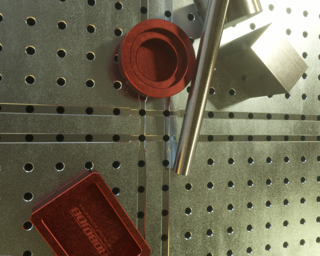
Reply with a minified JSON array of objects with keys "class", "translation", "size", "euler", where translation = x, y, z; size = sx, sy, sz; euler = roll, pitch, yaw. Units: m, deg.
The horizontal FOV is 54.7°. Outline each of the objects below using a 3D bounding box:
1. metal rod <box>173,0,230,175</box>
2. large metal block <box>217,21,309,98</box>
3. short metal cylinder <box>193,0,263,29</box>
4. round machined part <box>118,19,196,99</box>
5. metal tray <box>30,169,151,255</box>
[{"class":"metal rod","translation":[0.057,-0.082,0.388],"size":[0.025,0.025,0.298],"euler":[5,106,-20]},{"class":"large metal block","translation":[0.143,-0.091,0.438],"size":[0.080,0.080,0.050],"euler":[45,76,-15]},{"class":"short metal cylinder","translation":[0.091,-0.165,0.418],"size":[0.081,0.080,0.050],"euler":[-24,99,-19]},{"class":"round machined part","translation":[-0.007,-0.087,0.402],"size":[0.099,0.042,0.097],"euler":[0,90,-20]},{"class":"metal tray","translation":[-0.082,0.128,0.380],"size":[0.090,0.030,0.130],"euler":[-35,102,-17]}]
